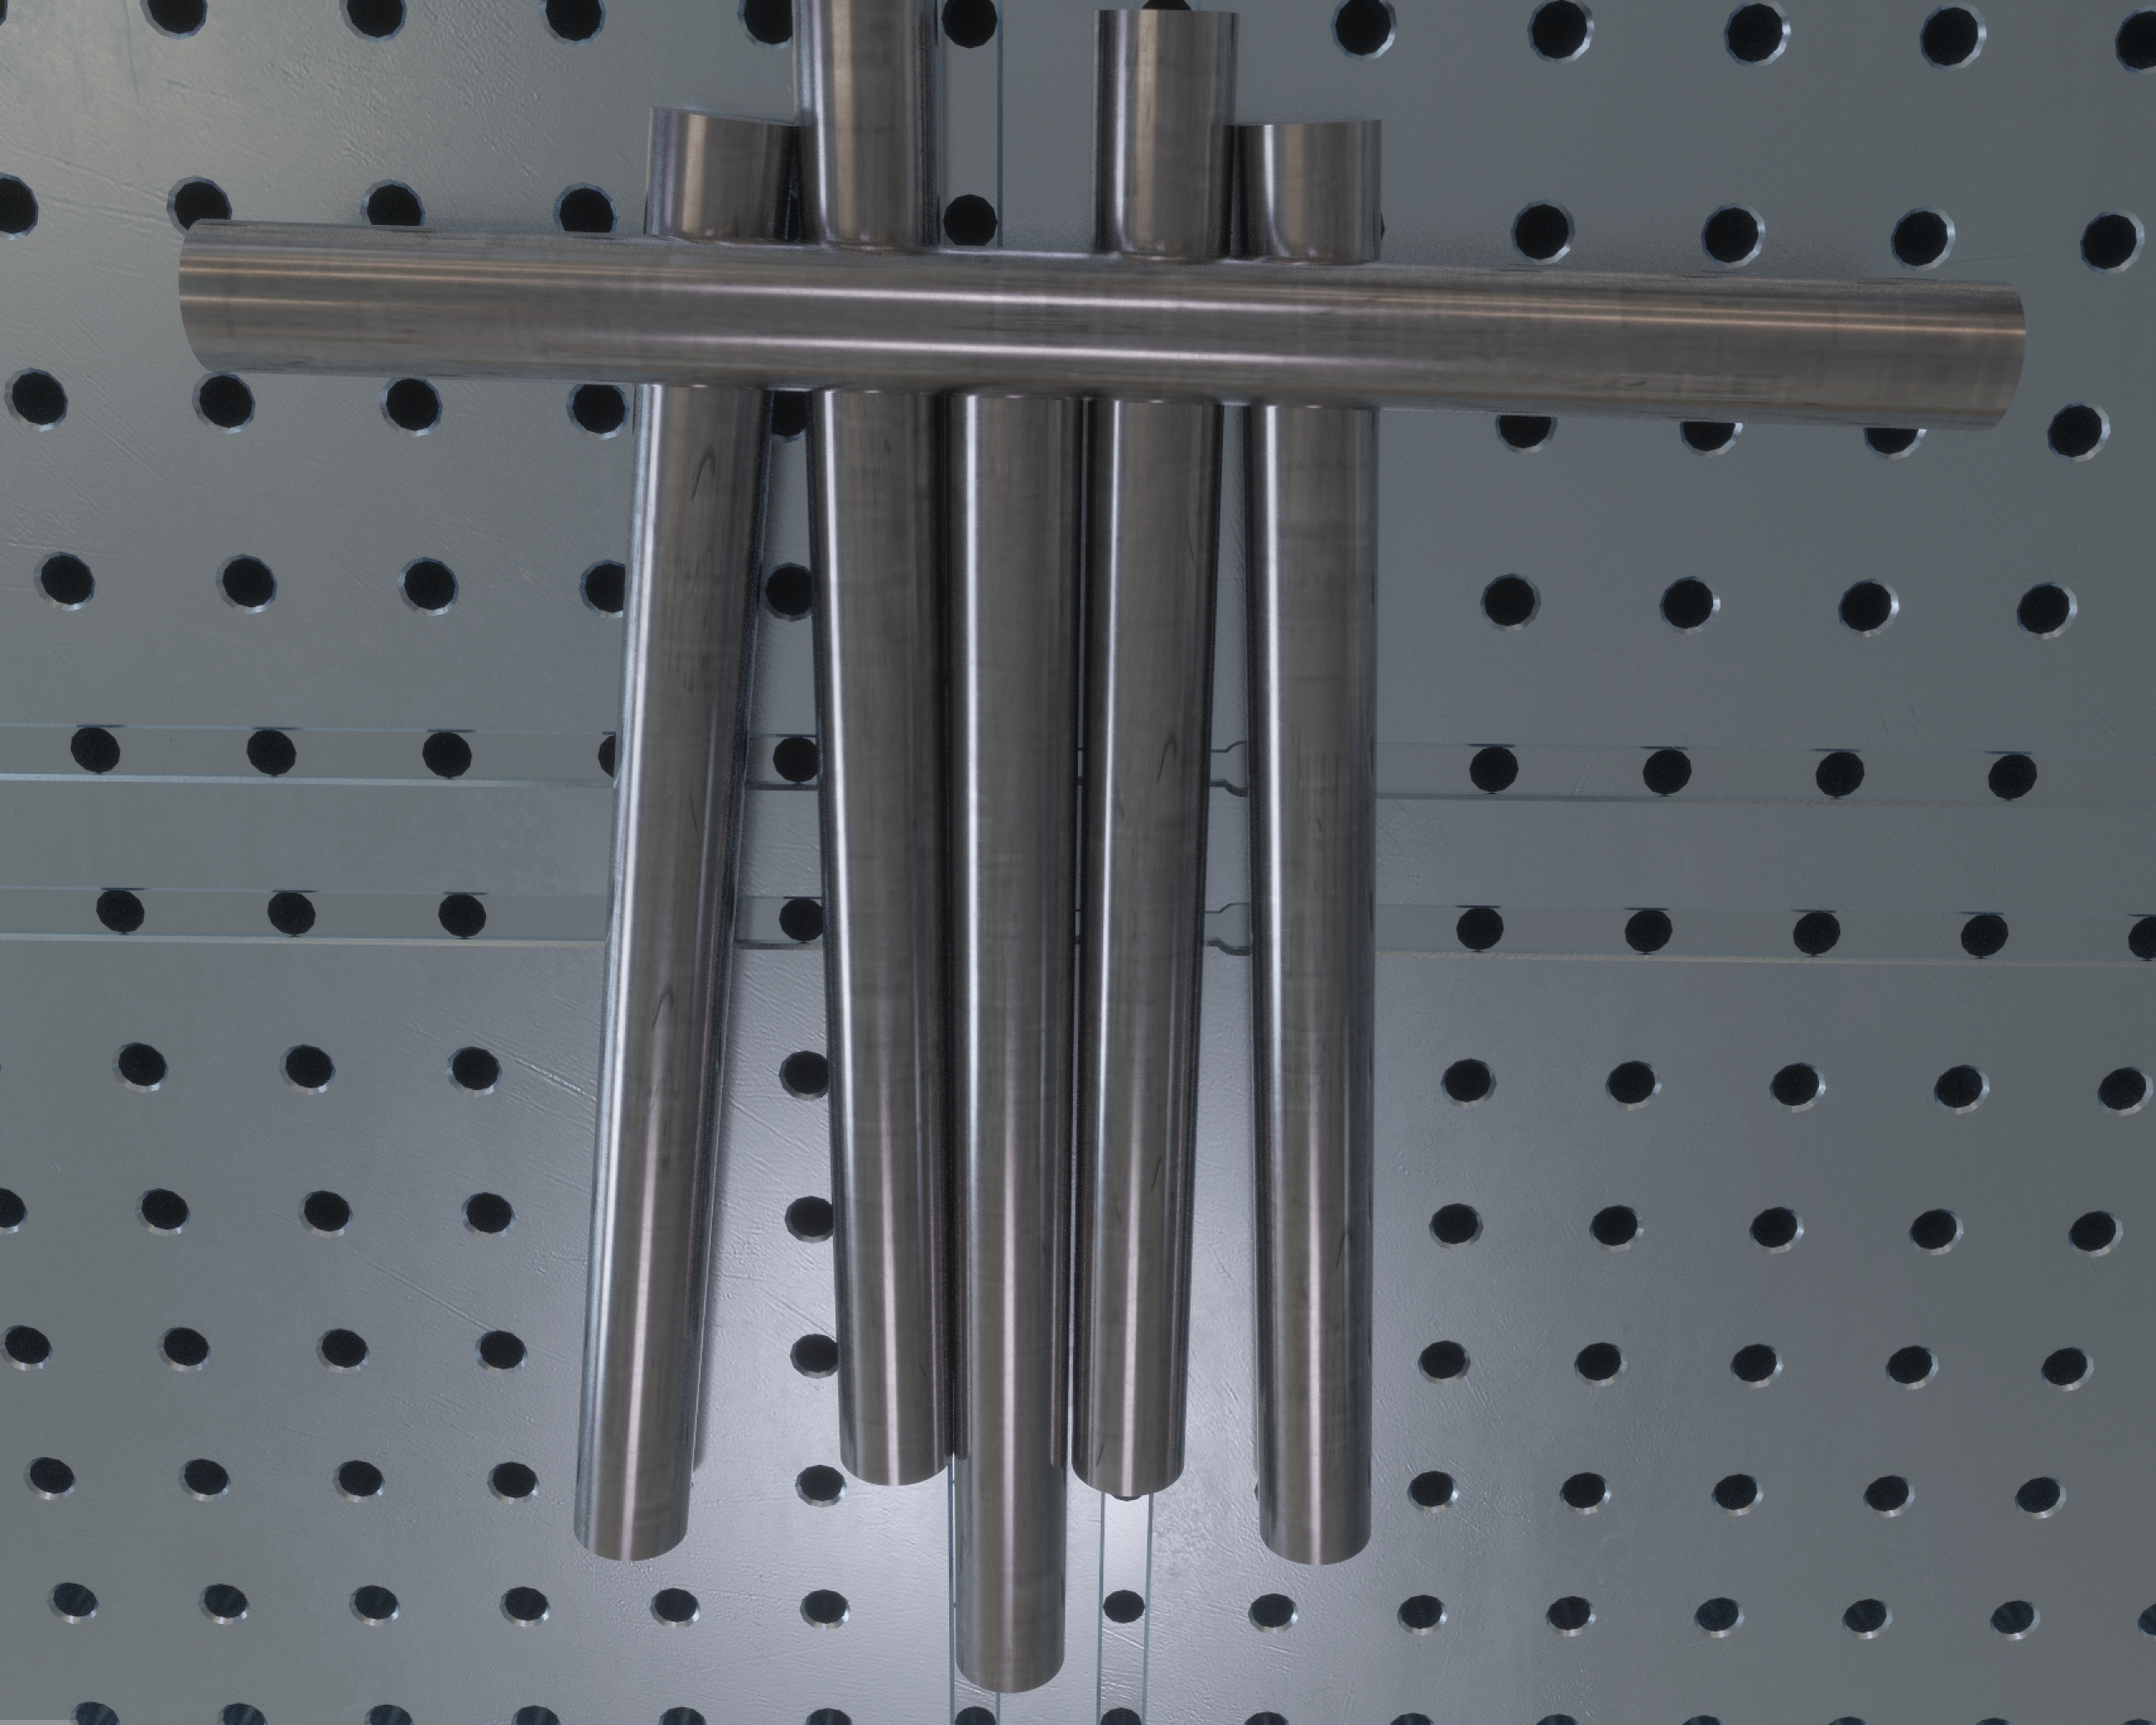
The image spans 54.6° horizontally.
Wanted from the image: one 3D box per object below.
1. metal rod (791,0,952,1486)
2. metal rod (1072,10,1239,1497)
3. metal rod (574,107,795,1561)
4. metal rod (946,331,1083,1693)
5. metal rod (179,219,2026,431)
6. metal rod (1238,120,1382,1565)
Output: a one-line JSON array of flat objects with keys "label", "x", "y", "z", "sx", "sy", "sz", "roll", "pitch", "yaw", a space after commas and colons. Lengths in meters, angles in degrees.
[{"label": "metal rod", "x": -0.038, "y": -0.010, "z": 0.410, "sx": 0.025, "sy": 0.025, "sz": 0.298, "roll": 1, "pitch": 110, "yaw": 0}, {"label": "metal rod", "x": 0.013, "y": -0.007, "z": 0.412, "sx": 0.025, "sy": 0.025, "sz": 0.298, "roll": 1, "pitch": 110, "yaw": 0}, {"label": "metal rod", "x": -0.081, "y": 0.009, "z": 0.415, "sx": 0.025, "sy": 0.025, "sz": 0.298, "roll": 7, "pitch": 110, "yaw": -3}, {"label": "metal rod", "x": -0.013, "y": 0.043, "z": 0.429, "sx": 0.025, "sy": 0.025, "sz": 0.298, "roll": 1, "pitch": 111, "yaw": 0}, {"label": "metal rod", "x": 0.005, "y": -0.091, "z": 0.353, "sx": 0.302, "sy": 0.025, "sz": 0.025, "roll": 2, "pitch": 110, "yaw": -1}, {"label": "metal rod", "x": 0.047, "y": 0.010, "z": 0.418, "sx": 0.025, "sy": 0.025, "sz": 0.298, "roll": -2, "pitch": 110, "yaw": 1}]
